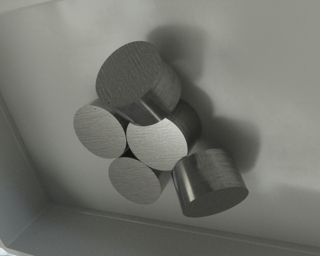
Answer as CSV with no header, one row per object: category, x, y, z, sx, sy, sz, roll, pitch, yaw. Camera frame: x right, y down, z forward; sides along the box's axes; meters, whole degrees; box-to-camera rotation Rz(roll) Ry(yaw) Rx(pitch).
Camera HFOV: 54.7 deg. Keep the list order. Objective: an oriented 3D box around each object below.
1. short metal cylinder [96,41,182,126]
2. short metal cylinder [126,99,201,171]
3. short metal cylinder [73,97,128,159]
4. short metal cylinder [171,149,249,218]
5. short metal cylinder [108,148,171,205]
short metal cylinder,-0.023,-0.048,0.343,0.080,0.080,0.050,-3,155,29
short metal cylinder,0.005,0.006,0.390,0.080,0.050,0.079,13,124,20
short metal cylinder,-0.069,-0.005,0.421,0.080,0.050,0.079,13,124,20
short metal cylinder,0.059,0.068,0.374,0.081,0.050,0.080,-12,145,-8
short metal cylinder,-0.025,0.061,0.439,0.080,0.050,0.079,13,124,20
